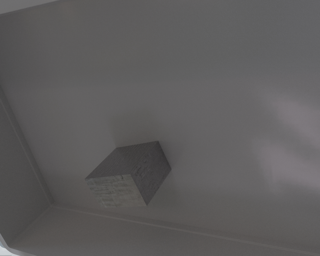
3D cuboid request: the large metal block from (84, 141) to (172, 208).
[{"bbox_3d":[-0.042,0.065,0.436,0.080,0.080,0.050,-11,113,33],"label":"large metal block"}]
